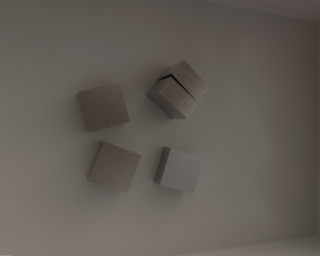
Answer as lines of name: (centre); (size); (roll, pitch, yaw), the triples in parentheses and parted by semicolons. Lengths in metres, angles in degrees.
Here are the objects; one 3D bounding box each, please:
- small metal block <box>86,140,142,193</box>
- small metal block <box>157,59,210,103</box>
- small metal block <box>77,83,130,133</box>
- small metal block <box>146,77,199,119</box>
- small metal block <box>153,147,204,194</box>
small metal block: (-0.058, 0.048, 0.389); (0.050, 0.025, 0.050); (23, 82, -19)
small metal block: (0.030, -0.058, 0.408); (0.050, 0.050, 0.025); (46, 76, -15)
small metal block: (-0.070, -0.025, 0.384); (0.050, 0.025, 0.050); (-16, 96, -19)
small metal block: (0.015, -0.037, 0.402); (0.050, 0.050, 0.025); (41, 77, -16)
small metal block: (0.025, 0.057, 0.420); (0.050, 0.025, 0.050); (19, 84, -19)
